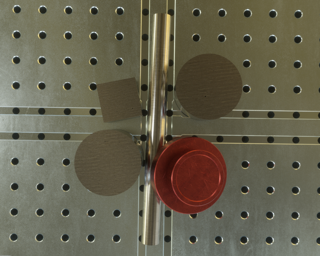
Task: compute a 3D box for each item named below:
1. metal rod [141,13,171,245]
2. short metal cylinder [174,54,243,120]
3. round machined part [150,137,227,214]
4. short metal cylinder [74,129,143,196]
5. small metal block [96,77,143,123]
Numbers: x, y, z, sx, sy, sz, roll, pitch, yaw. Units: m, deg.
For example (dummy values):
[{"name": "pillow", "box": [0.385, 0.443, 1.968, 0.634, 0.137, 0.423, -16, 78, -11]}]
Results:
[{"name": "metal rod", "box": [-0.005, 0.002, 0.409, 0.025, 0.025, 0.298, 3, 90, 0]}, {"name": "short metal cylinder", "box": [0.059, -0.050, 0.397, 0.081, 0.050, 0.079, 0, 90, 0]}, {"name": "round machined part", "box": [0.041, 0.060, 0.389, 0.099, 0.042, 0.097, 0, 90, -16]}, {"name": "short metal cylinder", "box": [-0.062, 0.042, 0.396, 0.081, 0.050, 0.079, 0, 90, 0]}, {"name": "small metal block", "box": [-0.052, -0.036, 0.409, 0.050, 0.025, 0.050, -11, 90, 0]}]
